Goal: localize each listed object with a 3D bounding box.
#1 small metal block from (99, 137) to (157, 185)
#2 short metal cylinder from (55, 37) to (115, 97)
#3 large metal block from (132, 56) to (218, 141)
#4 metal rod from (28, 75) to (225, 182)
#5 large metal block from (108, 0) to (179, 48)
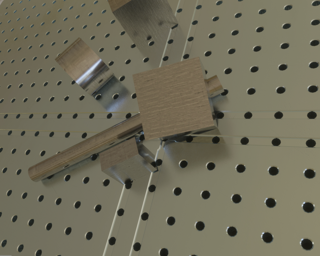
[{"bbox_3d":[-0.039,0.042,0.385,0.050,0.050,0.025,-26,53,12],"label":"small metal block"},{"bbox_3d":[-0.118,-0.096,0.492,0.050,0.080,0.080,-44,51,-2],"label":"short metal cylinder"},{"bbox_3d":[0.020,-0.031,0.375,0.080,0.050,0.080,-13,83,13],"label":"large metal block"},{"bbox_3d":[-0.054,0.006,0.431,0.301,0.025,0.025,-26,53,11],"label":"metal rod"},{"bbox_3d":[-0.027,-0.192,0.504,0.080,0.080,0.050,-29,52,10],"label":"large metal block"}]
